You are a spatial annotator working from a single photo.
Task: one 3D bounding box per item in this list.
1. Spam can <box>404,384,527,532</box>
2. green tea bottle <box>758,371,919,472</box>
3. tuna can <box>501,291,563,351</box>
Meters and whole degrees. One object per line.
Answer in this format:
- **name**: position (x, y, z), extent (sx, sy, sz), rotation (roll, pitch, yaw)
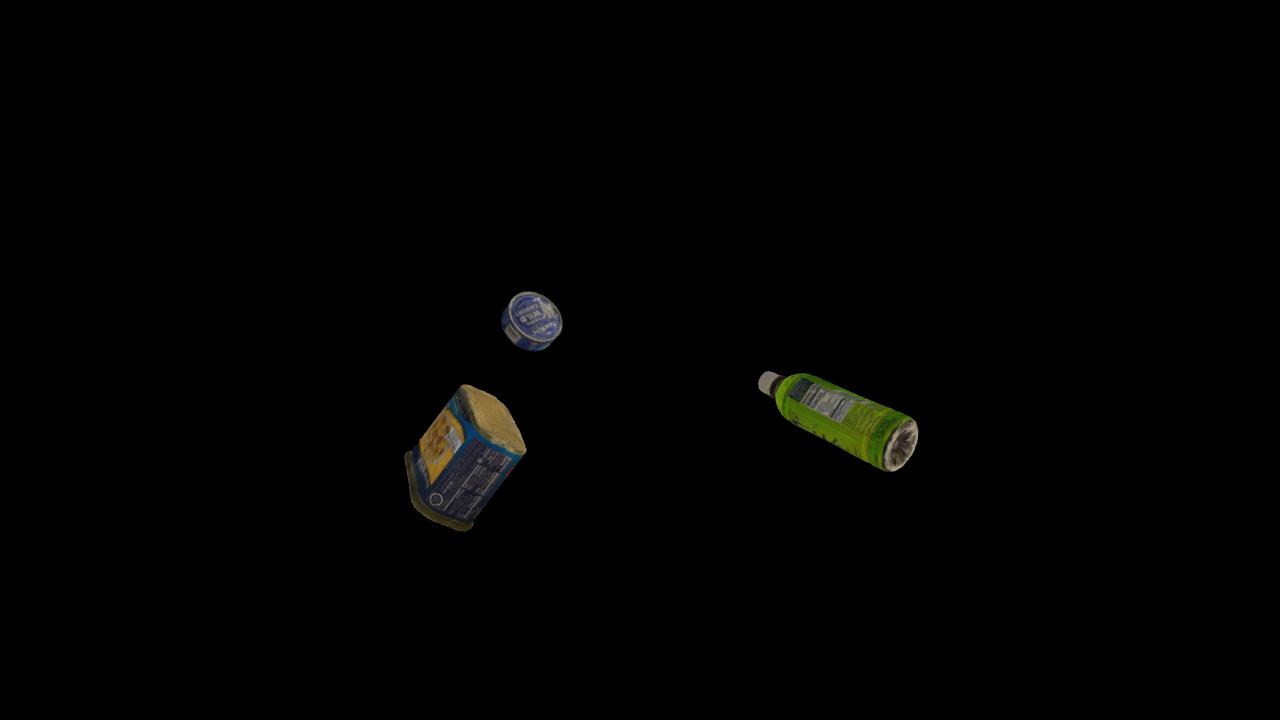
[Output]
- **Spam can**: position (-0.150, 0.079, 0.526), extent (0.058, 0.085, 0.101), rotation (34, 5, -34)
- **green tea bottle**: position (0.233, 0.062, 0.765), extent (0.073, 0.073, 0.212), rotation (0, 21, -37)
- **tuna can**: position (-0.156, -0.055, 0.889), extent (0.084, 0.084, 0.034), rotation (0, -29, -38)
